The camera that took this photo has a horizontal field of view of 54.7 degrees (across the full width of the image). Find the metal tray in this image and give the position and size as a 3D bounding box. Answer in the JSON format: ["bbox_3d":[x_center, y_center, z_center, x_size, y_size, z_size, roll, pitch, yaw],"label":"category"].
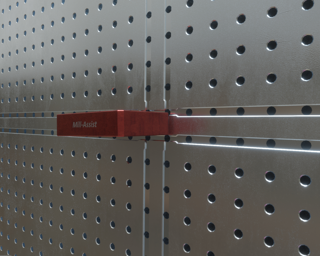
[{"bbox_3d":[-0.065,-0.005,0.418,0.130,0.091,0.030,-1,90,39],"label":"metal tray"}]
